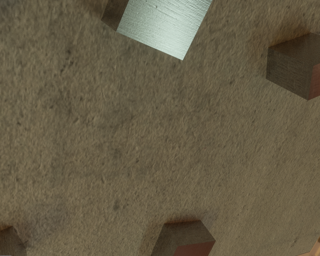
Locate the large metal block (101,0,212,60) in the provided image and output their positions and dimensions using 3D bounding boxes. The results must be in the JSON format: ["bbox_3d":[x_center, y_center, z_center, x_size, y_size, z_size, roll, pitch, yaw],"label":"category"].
[{"bbox_3d":[-0.001,-0.126,0.313,0.081,0.050,0.080,15,111,-35],"label":"large metal block"}]

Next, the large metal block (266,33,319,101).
[{"bbox_3d":[0.210,-0.089,0.433,0.081,0.080,0.050,-22,127,-16],"label":"large metal block"}]

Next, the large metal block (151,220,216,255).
[{"bbox_3d":[0.039,0.214,0.547,0.081,0.050,0.079,6,116,-31],"label":"large metal block"}]

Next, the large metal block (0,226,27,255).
[{"bbox_3d":[-0.206,0.178,0.369,0.081,0.080,0.050,-19,126,-18],"label":"large metal block"}]
